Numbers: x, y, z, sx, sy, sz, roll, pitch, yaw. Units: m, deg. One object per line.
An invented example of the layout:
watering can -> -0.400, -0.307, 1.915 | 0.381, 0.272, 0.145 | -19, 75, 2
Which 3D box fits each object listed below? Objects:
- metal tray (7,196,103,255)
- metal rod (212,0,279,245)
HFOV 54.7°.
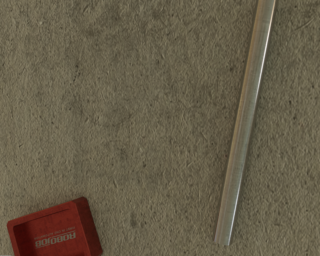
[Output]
metal tray -> -0.158, 0.164, 0.460 | 0.130, 0.030, 0.090 | -20, 83, 18
metal rod -> 0.102, -0.008, 0.372 | 0.025, 0.025, 0.298 | 11, 94, 19
